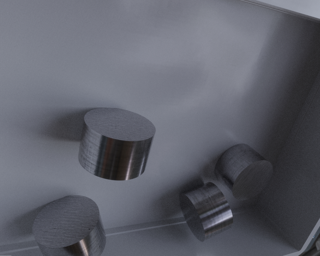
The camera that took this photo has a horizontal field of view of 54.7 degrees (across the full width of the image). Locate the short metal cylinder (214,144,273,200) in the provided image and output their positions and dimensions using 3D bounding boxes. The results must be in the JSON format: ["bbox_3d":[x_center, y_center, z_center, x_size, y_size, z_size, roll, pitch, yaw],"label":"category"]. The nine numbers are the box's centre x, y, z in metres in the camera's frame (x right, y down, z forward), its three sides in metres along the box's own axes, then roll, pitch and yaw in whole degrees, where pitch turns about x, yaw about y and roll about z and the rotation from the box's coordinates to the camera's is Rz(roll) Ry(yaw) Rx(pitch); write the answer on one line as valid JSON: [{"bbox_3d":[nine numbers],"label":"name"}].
[{"bbox_3d":[0.139,0.073,0.516,0.081,0.050,0.079,-14,125,-21],"label":"short metal cylinder"}]

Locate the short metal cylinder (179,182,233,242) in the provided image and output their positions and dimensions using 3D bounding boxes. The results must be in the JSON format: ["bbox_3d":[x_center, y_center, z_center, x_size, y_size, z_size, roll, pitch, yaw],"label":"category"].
[{"bbox_3d":[0.073,0.133,0.498,0.050,0.080,0.079,-20,126,-17],"label":"short metal cylinder"}]

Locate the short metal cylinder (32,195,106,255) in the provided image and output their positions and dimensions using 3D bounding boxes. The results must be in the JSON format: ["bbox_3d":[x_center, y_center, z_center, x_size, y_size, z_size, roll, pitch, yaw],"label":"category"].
[{"bbox_3d":[-0.113,0.133,0.395,0.081,0.080,0.050,-18,126,-19],"label":"short metal cylinder"}]

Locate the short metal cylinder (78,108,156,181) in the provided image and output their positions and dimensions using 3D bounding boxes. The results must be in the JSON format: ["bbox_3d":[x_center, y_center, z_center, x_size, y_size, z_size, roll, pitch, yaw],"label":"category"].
[{"bbox_3d":[-0.050,0.016,0.357,0.081,0.080,0.050,1,118,-29],"label":"short metal cylinder"}]
